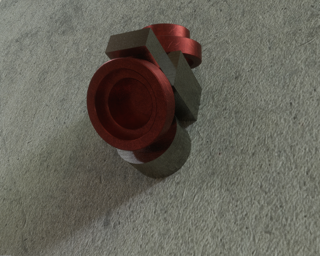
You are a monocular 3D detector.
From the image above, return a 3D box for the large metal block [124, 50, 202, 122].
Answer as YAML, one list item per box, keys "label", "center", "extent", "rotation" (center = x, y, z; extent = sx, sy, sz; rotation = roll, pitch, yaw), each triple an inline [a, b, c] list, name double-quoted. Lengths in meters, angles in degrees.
- label: "large metal block"
  center: [0.000, -0.049, 0.398]
  extent: [0.080, 0.080, 0.050]
  rotation: [-2, 61, 27]

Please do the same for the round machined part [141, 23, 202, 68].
- label: "round machined part"
  center: [0.006, -0.107, 0.415]
  extent: [0.098, 0.098, 0.042]
  rotation: [-2, 86, 27]

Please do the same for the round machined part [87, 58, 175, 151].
- label: "round machined part"
  center: [-0.028, -0.027, 0.339]
  extent: [0.098, 0.042, 0.097]
  rotation: [6, 103, 26]

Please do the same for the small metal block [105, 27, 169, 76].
- label: "small metal block"
  center: [-0.024, -0.081, 0.347]
  extent: [0.050, 0.050, 0.025]
  rotation: [-3, 60, 27]

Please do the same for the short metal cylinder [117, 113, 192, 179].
- label: "short metal cylinder"
  center: [-0.007, 0.017, 0.383]
  extent: [0.080, 0.050, 0.080]
  rotation: [-13, 56, 20]
